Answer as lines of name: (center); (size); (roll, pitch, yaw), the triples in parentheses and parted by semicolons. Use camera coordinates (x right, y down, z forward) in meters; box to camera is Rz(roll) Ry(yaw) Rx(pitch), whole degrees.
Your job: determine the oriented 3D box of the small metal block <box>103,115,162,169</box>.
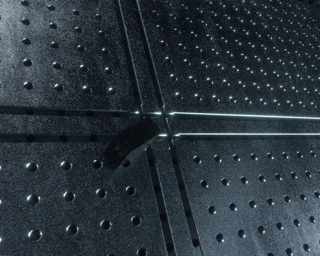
small metal block: (-0.033, 0.017, 0.365); (0.050, 0.050, 0.025); (-33, 80, -38)
